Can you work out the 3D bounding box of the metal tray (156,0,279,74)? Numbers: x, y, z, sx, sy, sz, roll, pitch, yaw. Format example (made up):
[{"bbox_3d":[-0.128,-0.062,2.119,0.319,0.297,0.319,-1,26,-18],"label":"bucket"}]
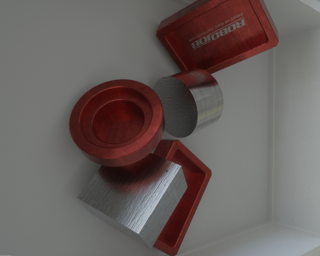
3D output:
[{"bbox_3d":[0.072,-0.122,0.400,0.090,0.130,0.030,50,37,-29],"label":"metal tray"}]

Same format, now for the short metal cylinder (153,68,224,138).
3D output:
[{"bbox_3d":[0.035,-0.033,0.402,0.050,0.080,0.079,-23,105,-38],"label":"short metal cylinder"}]

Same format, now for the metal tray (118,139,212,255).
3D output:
[{"bbox_3d":[0.011,0.091,0.414,0.090,0.030,0.130,43,64,-32],"label":"metal tray"}]

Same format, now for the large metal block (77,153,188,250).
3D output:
[{"bbox_3d":[-0.027,0.071,0.341,0.080,0.080,0.050,-55,150,-26],"label":"large metal block"}]

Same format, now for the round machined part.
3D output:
[{"bbox_3d":[-0.043,-0.002,0.337,0.098,0.098,0.042,-58,159,-24],"label":"round machined part"}]
